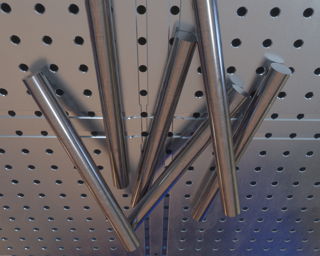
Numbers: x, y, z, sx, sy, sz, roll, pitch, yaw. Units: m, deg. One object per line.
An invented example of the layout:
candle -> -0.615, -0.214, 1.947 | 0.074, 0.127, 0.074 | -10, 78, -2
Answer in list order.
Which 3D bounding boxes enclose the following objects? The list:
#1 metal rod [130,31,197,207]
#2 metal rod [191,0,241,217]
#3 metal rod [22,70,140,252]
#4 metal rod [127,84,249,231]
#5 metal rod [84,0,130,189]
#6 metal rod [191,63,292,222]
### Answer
metal rod -> -0.004, 0.014, 0.423 | 0.025, 0.025, 0.298 | 10, 130, -8
metal rod -> 0.070, -0.011, 0.366 | 0.025, 0.025, 0.298 | -9, 119, 8
metal rod -> -0.096, 0.062, 0.425 | 0.025, 0.025, 0.299 | -16, 117, 13
metal rod -> 0.021, 0.062, 0.444 | 0.025, 0.025, 0.298 | 25, 120, -20
metal rod -> -0.061, -0.028, 0.387 | 0.025, 0.025, 0.298 | 0, 130, 0
metal rod -> 0.103, 0.042, 0.447 | 0.025, 0.025, 0.298 | 11, 129, -9
